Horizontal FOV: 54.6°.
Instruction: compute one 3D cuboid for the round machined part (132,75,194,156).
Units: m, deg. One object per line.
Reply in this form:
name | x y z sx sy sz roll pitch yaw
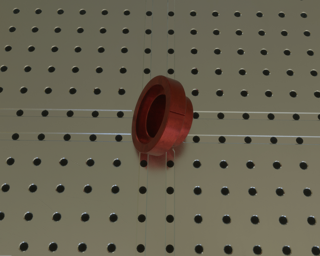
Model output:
round machined part | 0.005 -0.013 0.388 0.042 0.098 0.098 15 67 -28
